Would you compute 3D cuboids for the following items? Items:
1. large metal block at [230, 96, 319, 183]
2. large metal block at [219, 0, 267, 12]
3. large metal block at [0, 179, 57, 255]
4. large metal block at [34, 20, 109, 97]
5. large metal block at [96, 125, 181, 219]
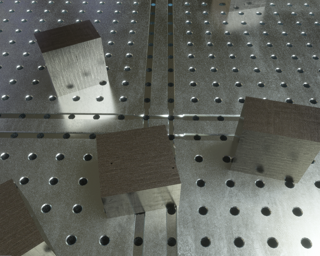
[{"bbox_3d":[0.131,0.015,0.360,0.080,0.080,0.050,10,51,8],"label":"large metal block"},{"bbox_3d":[0.165,-0.285,0.632,0.081,0.050,0.080,-12,51,-10],"label":"large metal block"},{"bbox_3d":[-0.159,0.110,0.298,0.080,0.050,0.080,-30,56,-23],"label":"large metal block"},{"bbox_3d":[-0.128,-0.102,0.457,0.081,0.080,0.050,-21,53,-17],"label":"large metal block"},{"bbox_3d":[-0.026,0.048,0.351,0.080,0.050,0.080,-9,51,-7],"label":"large metal block"}]
